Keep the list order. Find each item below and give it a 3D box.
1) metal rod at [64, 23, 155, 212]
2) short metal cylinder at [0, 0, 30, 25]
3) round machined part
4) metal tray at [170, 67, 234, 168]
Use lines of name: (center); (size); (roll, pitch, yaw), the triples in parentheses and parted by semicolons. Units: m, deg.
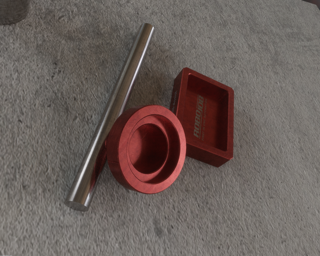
metal rod: (-0.052, -0.038, 0.399); (0.025, 0.025, 0.300); (25, 53, -13)
short metal cylinder: (-0.204, -0.176, 0.385); (0.081, 0.050, 0.080); (14, 56, -21)
round machined part: (-0.019, 0.023, 0.352); (0.099, 0.042, 0.097); (-1, 91, -42)
metal tray: (0.060, -0.018, 0.445); (0.091, 0.030, 0.130); (22, 53, -16)
